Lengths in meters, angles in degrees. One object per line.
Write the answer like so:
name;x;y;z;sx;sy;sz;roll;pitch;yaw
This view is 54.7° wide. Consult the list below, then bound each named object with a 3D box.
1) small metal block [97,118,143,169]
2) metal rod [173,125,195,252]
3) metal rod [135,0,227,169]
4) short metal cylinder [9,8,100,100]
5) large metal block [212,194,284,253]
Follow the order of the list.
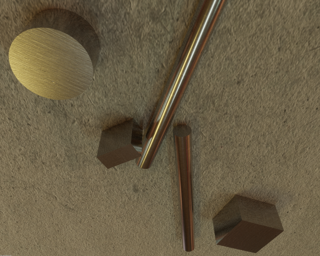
small metal block;-0.052;0.020;0.407;0.050;0.050;0.025;-22;127;17
metal rod;0.043;0.116;0.507;0.025;0.025;0.298;-4;130;3
metal rod;0.023;-0.058;0.357;0.025;0.025;0.298;14;129;-12
short metal cylinder;-0.107;-0.076;0.324;0.081;0.050;0.079;0;130;0
large metal block;0.149;0.167;0.536;0.081;0.050;0.079;18;128;-15
